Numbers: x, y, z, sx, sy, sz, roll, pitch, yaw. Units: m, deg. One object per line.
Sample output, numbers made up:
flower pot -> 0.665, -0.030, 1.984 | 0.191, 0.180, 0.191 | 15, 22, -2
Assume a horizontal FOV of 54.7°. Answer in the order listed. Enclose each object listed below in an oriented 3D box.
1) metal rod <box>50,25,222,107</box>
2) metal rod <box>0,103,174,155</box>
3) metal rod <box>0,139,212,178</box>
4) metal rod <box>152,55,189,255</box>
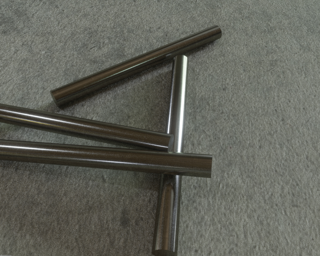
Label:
metal rod -> -0.024, -0.105, 0.491 | 0.302, 0.025, 0.025 | -27, 56, -22
metal rod -> -0.132, -0.006, 0.390 | 0.301, 0.025, 0.025 | 10, 51, 14
metal rod -> -0.093, 0.032, 0.355 | 0.301, 0.025, 0.025 | 3, 50, 10
metal rod -> 0.019, 0.008, 0.396 | 0.025, 0.025, 0.300 | 4, 50, 3
